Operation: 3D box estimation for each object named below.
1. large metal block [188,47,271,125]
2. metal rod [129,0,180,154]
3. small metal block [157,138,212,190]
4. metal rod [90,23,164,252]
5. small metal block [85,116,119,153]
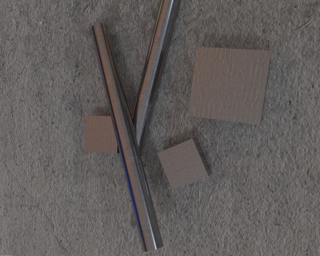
[{"bbox_3d":[0.083,-0.048,0.366,0.080,0.050,0.079,8,93,19],"label":"large metal block"},{"bbox_3d":[-0.003,-0.103,0.409,0.025,0.025,0.298,16,95,19],"label":"metal rod"},{"bbox_3d":[0.032,0.045,0.397,0.050,0.025,0.050,-24,82,18],"label":"small metal block"},{"bbox_3d":[-0.046,0.001,0.397,0.025,0.025,0.299,-20,76,18],"label":"metal rod"},{"bbox_3d":[-0.076,0.008,0.435,0.050,0.025,0.050,2,91,19],"label":"small metal block"}]
